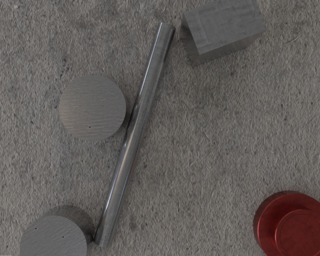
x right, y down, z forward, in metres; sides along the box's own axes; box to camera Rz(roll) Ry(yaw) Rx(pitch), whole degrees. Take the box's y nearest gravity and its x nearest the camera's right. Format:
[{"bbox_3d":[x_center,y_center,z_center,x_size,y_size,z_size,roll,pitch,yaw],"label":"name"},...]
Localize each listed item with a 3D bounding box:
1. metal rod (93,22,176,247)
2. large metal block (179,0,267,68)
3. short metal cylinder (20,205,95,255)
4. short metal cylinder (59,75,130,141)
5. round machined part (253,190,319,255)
[{"bbox_3d":[-0.033,0.009,0.409,0.025,0.025,0.298,17,90,0],"label":"metal rod"},{"bbox_3d":[0.073,-0.119,0.383,0.080,0.080,0.050,-21,90,0],"label":"large metal block"},{"bbox_3d":[-0.128,0.145,0.397,0.081,0.050,0.080,0,90,0],"label":"short metal cylinder"},{"bbox_3d":[-0.081,-0.024,0.397,0.081,0.050,0.080,0,90,0],"label":"short metal cylinder"},{"bbox_3d":[0.176,0.134,0.403,0.099,0.042,0.097,0,90,0],"label":"round machined part"}]
